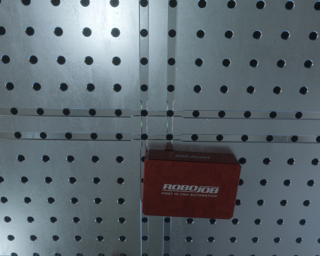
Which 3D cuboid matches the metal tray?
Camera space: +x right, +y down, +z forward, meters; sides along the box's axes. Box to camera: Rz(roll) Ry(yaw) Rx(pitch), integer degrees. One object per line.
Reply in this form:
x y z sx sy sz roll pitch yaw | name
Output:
0.042 0.081 0.441 0.131 0.030 0.089 3 110 -2 | metal tray
